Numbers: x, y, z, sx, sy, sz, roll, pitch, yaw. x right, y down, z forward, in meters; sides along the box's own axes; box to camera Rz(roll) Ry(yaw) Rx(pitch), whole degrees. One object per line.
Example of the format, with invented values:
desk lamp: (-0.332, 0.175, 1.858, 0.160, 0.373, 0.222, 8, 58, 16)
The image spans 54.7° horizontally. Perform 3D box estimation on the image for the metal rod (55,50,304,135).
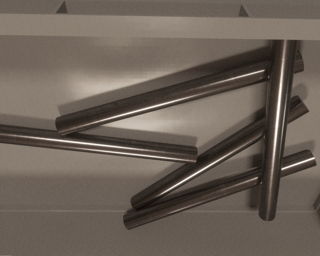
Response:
metal rod: (0.014, -0.039, 0.376, 0.301, 0.025, 0.025, -14, 129, 11)

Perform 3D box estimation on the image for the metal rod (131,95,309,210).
metal rod: (0.069, 0.048, 0.451, 0.299, 0.025, 0.025, -36, 122, 26)

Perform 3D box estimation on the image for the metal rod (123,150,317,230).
metal rod: (0.084, 0.098, 0.476, 0.301, 0.025, 0.025, -22, 127, 10)

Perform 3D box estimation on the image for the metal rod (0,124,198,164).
metal rod: (-0.098, 0.021, 0.425, 0.302, 0.025, 0.025, 7, 130, -7)

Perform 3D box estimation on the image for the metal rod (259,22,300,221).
metal rod: (0.143, 0.019, 0.388, 0.025, 0.025, 0.298, -7, 128, 5)
